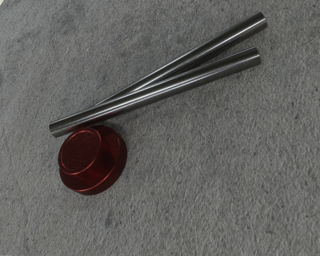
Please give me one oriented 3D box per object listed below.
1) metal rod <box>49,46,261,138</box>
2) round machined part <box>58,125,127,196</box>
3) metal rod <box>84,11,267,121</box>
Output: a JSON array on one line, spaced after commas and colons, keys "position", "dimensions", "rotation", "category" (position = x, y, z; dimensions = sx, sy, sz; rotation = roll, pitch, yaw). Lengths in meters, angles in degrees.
[{"position": [-0.015, -0.045, 0.424], "dimensions": [0.301, 0.025, 0.025], "rotation": [-19, 54, 11], "category": "metal rod"}, {"position": [-0.098, 0.038, 0.421], "dimensions": [0.098, 0.042, 0.098], "rotation": [-13, 56, 21], "category": "round machined part"}, {"position": [0.009, -0.079, 0.447], "dimensions": [0.300, 0.025, 0.025], "rotation": [-28, 52, 10], "category": "metal rod"}]
